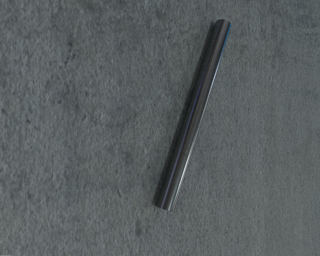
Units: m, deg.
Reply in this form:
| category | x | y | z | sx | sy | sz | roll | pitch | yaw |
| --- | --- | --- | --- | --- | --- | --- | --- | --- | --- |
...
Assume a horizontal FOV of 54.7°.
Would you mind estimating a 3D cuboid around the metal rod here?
| category | x | y | z | sx | sy | sz | roll | pitch | yaw |
| --- | --- | --- | --- | --- | --- | --- | --- | --- | --- |
| metal rod | 0.054 | -0.028 | 0.451 | 0.025 | 0.025 | 0.299 | 31 | 71 | -36 |
